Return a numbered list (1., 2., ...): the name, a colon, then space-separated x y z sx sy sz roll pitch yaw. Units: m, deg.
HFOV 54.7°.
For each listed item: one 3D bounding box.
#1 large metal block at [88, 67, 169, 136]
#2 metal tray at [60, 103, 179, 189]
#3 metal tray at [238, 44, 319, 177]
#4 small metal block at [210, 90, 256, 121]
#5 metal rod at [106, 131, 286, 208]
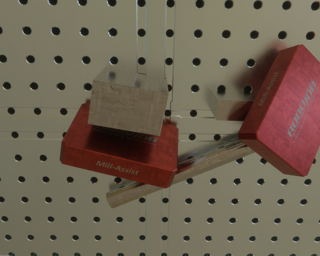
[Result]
1. large metal block: -0.035 -0.034 0.371 0.081 0.080 0.050 10 110 -4
2. metal tray: -0.044 0.019 0.382 0.131 0.090 0.030 15 125 -6
3. metal tray: 0.157 -0.020 0.365 0.090 0.030 0.130 36 74 -21
4. small metal block: 0.093 -0.029 0.391 0.050 0.050 0.025 2 110 -1
5. metal rod: 0.065 0.047 0.431 0.301 0.025 0.025 -23 109 7
